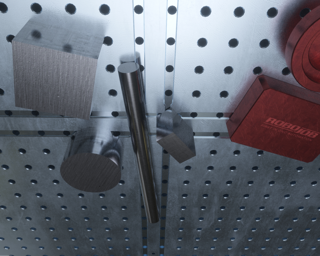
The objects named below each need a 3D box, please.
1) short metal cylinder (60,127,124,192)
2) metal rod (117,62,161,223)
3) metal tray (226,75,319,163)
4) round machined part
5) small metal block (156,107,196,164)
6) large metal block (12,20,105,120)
[{"bbox_3d":[-0.092,0.045,0.432,0.081,0.050,0.079,0,130,0],"label":"short metal cylinder"},{"bbox_3d":[-0.024,0.044,0.448,0.025,0.025,0.298,-4,130,3],"label":"metal rod"},{"bbox_3d":[0.166,-0.008,0.405,0.131,0.030,0.089,15,128,-14],"label":"metal tray"},{"bbox_3d":[0.182,-0.089,0.327,0.099,0.042,0.097,-1,130,0],"label":"round machined part"},{"bbox_3d":[0.021,0.010,0.404,0.025,0.050,0.050,-30,124,23],"label":"small metal block"},{"bbox_3d":[-0.110,-0.062,0.341,0.081,0.050,0.079,11,129,-10],"label":"large metal block"}]
